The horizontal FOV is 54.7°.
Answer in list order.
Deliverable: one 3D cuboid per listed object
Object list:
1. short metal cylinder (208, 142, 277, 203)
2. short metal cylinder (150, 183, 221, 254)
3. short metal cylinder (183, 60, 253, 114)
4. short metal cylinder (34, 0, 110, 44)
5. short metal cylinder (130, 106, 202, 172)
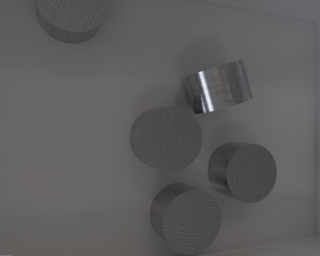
[{"bbox_3d":[0.116,0.061,0.440,0.081,0.050,0.080,0,90,-20],"label":"short metal cylinder"},{"bbox_3d":[0.033,0.117,0.409,0.081,0.050,0.080,0,90,-20],"label":"short metal cylinder"},{"bbox_3d":[0.076,-0.054,0.409,0.081,0.080,0.050,-19,97,-19],"label":"short metal cylinder"},{"bbox_3d":[-0.102,-0.144,0.359,0.081,0.050,0.080,0,90,-20],"label":"short metal cylinder"},{"bbox_3d":[0.007,0.013,0.400,0.081,0.050,0.080,0,90,-20],"label":"short metal cylinder"}]
